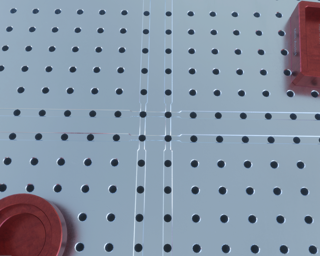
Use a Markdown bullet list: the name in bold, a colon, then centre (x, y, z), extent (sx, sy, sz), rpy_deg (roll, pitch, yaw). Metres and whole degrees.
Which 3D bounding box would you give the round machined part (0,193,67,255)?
- **round machined part**: centre (-0.156, 0.127, 0.354), extent (0.099, 0.042, 0.098), rpy_deg (0, 70, -1)

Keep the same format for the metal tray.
- **metal tray**: centre (0.245, -0.122, 0.456), extent (0.091, 0.030, 0.130), rpy_deg (7, 70, 2)
